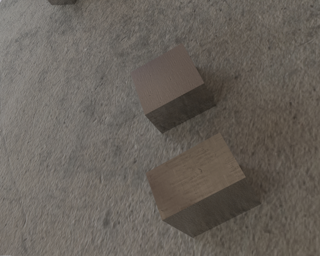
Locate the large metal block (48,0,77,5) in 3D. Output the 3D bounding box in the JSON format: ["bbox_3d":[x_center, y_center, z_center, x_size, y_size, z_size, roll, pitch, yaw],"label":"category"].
[{"bbox_3d":[-0.216,-0.327,0.698,0.080,0.050,0.080,14,69,33],"label":"large metal block"}]

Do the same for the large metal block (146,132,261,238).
[{"bbox_3d":[0.045,0.061,0.307,0.080,0.080,0.050,-30,52,9],"label":"large metal block"}]

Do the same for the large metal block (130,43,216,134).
[{"bbox_3d":[0.016,-0.052,0.410,0.080,0.050,0.080,-28,52,10],"label":"large metal block"}]
